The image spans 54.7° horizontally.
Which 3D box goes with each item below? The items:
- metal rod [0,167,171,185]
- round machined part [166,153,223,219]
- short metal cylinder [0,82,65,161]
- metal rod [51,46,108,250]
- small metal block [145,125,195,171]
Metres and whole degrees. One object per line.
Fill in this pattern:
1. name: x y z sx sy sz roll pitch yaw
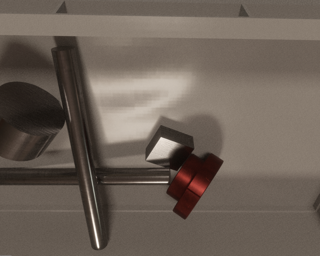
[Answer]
1. metal rod: -0.136 0.071 0.451 0.302 0.025 0.025 -1 130 6
2. round machined part: 0.045 0.075 0.436 0.042 0.099 0.097 33 129 12
3. short metal cylinder: -0.161 -0.008 0.364 0.080 0.080 0.050 31 123 -24
4. metal rod: -0.099 0.045 0.404 0.025 0.025 0.298 -2 118 1
5. small metal block: 0.013 0.029 0.434 0.050 0.025 0.050 20 127 -17
